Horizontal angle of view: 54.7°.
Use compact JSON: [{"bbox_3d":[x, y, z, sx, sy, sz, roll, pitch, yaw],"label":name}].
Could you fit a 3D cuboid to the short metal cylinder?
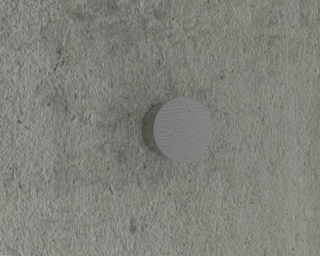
[{"bbox_3d":[0.021,0.002,0.406,0.081,0.050,0.079,0,90,-21],"label":"short metal cylinder"}]
